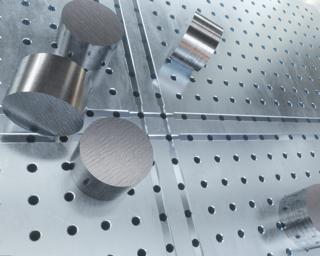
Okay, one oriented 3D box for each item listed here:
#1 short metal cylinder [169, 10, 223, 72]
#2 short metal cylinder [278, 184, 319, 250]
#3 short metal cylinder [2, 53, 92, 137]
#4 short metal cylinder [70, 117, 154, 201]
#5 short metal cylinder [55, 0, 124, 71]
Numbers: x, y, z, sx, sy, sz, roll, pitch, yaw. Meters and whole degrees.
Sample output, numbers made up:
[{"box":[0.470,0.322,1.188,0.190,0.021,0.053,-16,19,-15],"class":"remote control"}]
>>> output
[{"box":[0.055,-0.135,0.487,0.050,0.080,0.080,28,52,-12],"class":"short metal cylinder"},{"box":[0.217,0.125,0.435,0.081,0.050,0.080,14,56,-21],"class":"short metal cylinder"},{"box":[-0.117,-0.033,0.330,0.081,0.080,0.050,17,55,-19],"class":"short metal cylinder"},{"box":[-0.054,0.035,0.343,0.081,0.050,0.080,14,56,-21],"class":"short metal cylinder"},{"box":[-0.096,-0.125,0.418,0.081,0.050,0.080,14,56,-21],"class":"short metal cylinder"}]
